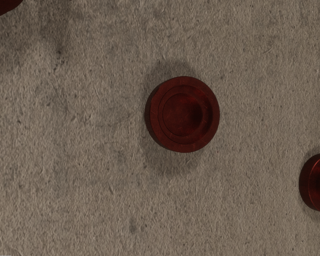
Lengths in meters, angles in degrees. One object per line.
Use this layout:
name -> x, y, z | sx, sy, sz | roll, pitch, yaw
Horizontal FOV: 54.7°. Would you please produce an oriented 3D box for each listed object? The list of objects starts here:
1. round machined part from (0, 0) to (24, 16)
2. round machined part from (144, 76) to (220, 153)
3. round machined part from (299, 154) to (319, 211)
round machined part -> -0.177, -0.159, 0.320 | 0.098, 0.042, 0.097 | 0, 87, 9
round machined part -> 0.026, -0.017, 0.411 | 0.099, 0.042, 0.097 | 0, 90, -21
round machined part -> 0.281, 0.092, 0.507 | 0.099, 0.042, 0.097 | 0, 90, -21
